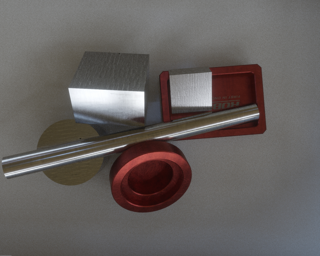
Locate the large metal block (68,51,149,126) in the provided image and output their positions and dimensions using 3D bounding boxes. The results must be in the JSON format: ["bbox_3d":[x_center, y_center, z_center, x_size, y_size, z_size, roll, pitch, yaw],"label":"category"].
[{"bbox_3d":[-0.056,-0.049,0.374,0.081,0.080,0.050,3,132,0],"label":"large metal block"}]

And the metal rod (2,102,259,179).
[{"bbox_3d":[-0.024,0.011,0.368,0.302,0.025,0.025,-13,90,-11],"label":"metal rod"}]

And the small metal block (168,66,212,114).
[{"bbox_3d":[0.038,-0.048,0.389,0.050,0.025,0.050,-5,116,0],"label":"small metal block"}]

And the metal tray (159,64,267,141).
[{"bbox_3d":[0.067,-0.032,0.408,0.131,0.030,0.089,-5,90,-1],"label":"metal tray"}]

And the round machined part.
[{"bbox_3d":[-0.014,0.056,0.385,0.099,0.042,0.097,-8,124,-12],"label":"round machined part"}]

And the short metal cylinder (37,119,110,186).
[{"bbox_3d":[-0.107,0.029,0.395,0.081,0.050,0.079,0,90,-1],"label":"short metal cylinder"}]
